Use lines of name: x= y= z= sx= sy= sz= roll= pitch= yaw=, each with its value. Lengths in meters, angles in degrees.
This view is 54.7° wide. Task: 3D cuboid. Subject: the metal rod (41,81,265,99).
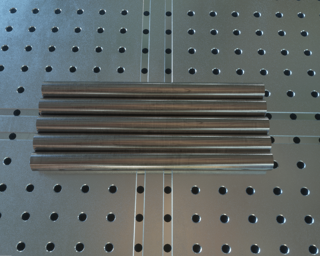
metal rod: x=-0.009 y=-0.051 z=0.430 sx=0.302 sy=0.025 sz=0.025 roll=0 pitch=70 yaw=-1

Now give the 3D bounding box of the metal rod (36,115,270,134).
metal rod: x=-0.009 y=-0.004 z=0.413 sx=0.302 sy=0.025 sz=0.025 roll=0 pitch=70 yaw=-1

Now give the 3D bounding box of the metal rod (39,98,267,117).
metal rod: x=-0.009 y=-0.028 z=0.422 sx=0.302 sy=0.025 sz=0.025 roll=0 pitch=70 yaw=-1

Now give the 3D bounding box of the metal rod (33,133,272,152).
metal rod: x=-0.009 y=0.020 z=0.404 sx=0.302 sy=0.025 sz=0.025 roll=0 pitch=70 yaw=-1

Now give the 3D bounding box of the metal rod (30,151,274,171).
metal rod: x=-0.009 y=0.042 z=0.396 sx=0.302 sy=0.025 sz=0.025 roll=0 pitch=70 yaw=-1
